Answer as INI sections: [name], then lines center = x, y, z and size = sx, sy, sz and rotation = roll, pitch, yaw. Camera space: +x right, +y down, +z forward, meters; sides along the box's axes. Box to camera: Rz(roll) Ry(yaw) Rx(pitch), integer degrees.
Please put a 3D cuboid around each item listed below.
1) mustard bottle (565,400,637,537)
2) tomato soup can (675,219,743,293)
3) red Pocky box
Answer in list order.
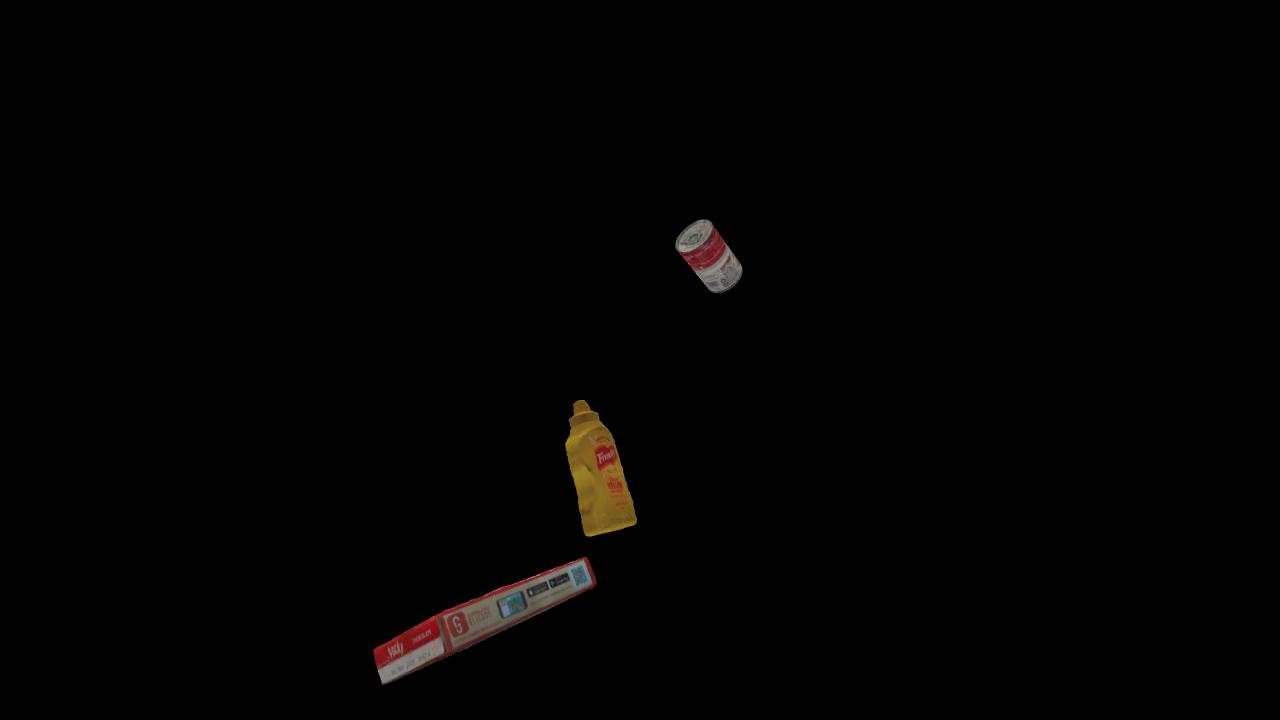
[mustard bottle]
center = -0.061, 0.142, 0.841
size = 0.054, 0.184, 0.092
rotation = -28, -20, 34
[tomato soup can]
center = 0.111, -0.162, 0.970
size = 0.068, 0.068, 0.101
rotation = 0, -34, 44
[red Pocky box]
center = -0.111, 0.193, 0.467
size = 0.083, 0.028, 0.155
rotation = -36, -20, 28
